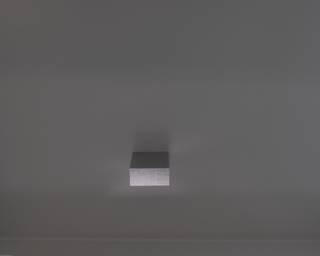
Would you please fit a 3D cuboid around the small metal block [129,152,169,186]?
[{"bbox_3d":[-0.013,0.054,0.418,0.050,0.050,0.025,0,110,0],"label":"small metal block"}]
